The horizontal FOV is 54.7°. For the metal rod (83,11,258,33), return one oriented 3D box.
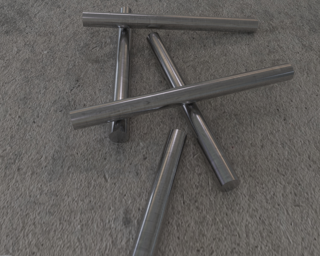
[{"bbox_3d":[0.023,-0.182,0.534,0.302,0.025,0.025,-1,50,-10],"label":"metal rod"}]

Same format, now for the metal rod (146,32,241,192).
[{"bbox_3d":[0.034,-0.044,0.440,0.025,0.025,0.300,-14,51,-11],"label":"metal rod"}]

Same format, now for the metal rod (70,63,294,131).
[{"bbox_3d":[0.037,-0.044,0.406,0.302,0.025,0.025,-14,52,-12],"label":"metal rod"}]

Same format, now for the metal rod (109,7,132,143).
[{"bbox_3d":[-0.058,-0.103,0.489,0.025,0.025,0.300,-2,50,-2],"label":"metal rod"}]

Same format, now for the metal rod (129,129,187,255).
[{"bbox_3d":[-0.016,0.121,0.301,0.025,0.025,0.300,11,51,9],"label":"metal rod"}]
